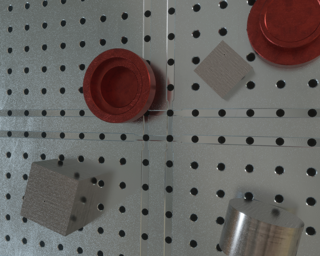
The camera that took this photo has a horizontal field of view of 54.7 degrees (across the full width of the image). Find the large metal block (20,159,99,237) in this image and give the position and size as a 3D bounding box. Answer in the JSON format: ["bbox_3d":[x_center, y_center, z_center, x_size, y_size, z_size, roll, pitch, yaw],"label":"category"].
[{"bbox_3d":[-0.146,0.097,0.451,0.080,0.050,0.080,17,96,19],"label":"large metal block"}]

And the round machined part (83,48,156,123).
[{"bbox_3d":[-0.051,-0.055,0.422,0.098,0.042,0.097,0,90,20],"label":"round machined part"}]

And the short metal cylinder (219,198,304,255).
[{"bbox_3d":[0.111,0.117,0.344,0.080,0.080,0.050,14,95,19],"label":"short metal cylinder"}]

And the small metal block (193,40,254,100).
[{"bbox_3d":[0.079,-0.071,0.384,0.050,0.025,0.050,-46,76,14],"label":"small metal block"}]

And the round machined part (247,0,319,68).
[{"bbox_3d":[0.149,-0.120,0.351,0.098,0.042,0.097,0,90,20],"label":"round machined part"}]
